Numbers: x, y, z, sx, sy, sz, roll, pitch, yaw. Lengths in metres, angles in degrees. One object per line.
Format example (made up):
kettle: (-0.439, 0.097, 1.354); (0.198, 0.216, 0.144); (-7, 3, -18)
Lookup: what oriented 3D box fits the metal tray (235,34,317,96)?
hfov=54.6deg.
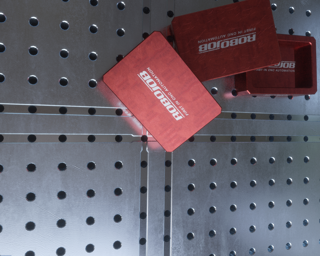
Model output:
metal tray: (0.178, -0.095, 0.474); (0.131, 0.030, 0.090); (-2, 91, -20)

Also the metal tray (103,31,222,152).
metal tray: (0.004, -0.045, 0.394); (0.090, 0.030, 0.130); (-39, 104, 8)

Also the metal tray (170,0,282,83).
metal tray: (0.087, -0.115, 0.419); (0.131, 0.030, 0.090); (-13, 95, 0)
